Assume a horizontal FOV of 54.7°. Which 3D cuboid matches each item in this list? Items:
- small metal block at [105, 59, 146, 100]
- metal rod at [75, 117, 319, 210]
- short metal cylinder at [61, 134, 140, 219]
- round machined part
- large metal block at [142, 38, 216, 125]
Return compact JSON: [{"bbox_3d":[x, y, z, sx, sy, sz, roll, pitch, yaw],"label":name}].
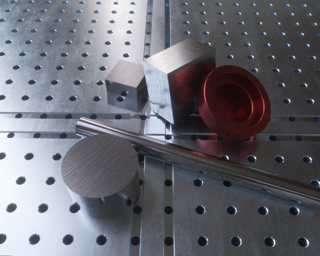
[{"bbox_3d":[-0.048,-0.074,0.469,0.050,0.025,0.050,16,52,13],"label":"small metal block"},{"bbox_3d":[0.037,0.038,0.376,0.301,0.025,0.025,16,52,12],"label":"metal rod"},{"bbox_3d":[-0.063,0.053,0.346,0.081,0.050,0.080,0,50,0],"label":"short metal cylinder"},{"bbox_3d":[0.091,-0.029,0.406,0.099,0.042,0.098,8,68,-20],"label":"round machined part"},{"bbox_3d":[0.029,-0.064,0.421,0.081,0.080,0.050,-32,45,-24],"label":"large metal block"}]
